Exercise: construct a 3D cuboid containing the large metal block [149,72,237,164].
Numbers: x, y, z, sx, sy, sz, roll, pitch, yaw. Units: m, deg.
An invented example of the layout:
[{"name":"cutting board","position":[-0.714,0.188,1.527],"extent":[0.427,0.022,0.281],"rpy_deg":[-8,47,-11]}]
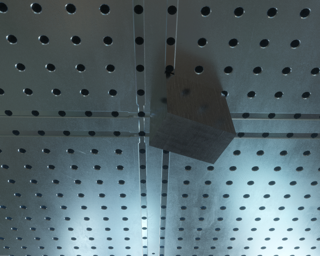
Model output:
[{"name":"large metal block","position":[0.035,-0.013,0.366],"extent":[0.081,0.080,0.050],"rpy_deg":[17,128,-15]}]
